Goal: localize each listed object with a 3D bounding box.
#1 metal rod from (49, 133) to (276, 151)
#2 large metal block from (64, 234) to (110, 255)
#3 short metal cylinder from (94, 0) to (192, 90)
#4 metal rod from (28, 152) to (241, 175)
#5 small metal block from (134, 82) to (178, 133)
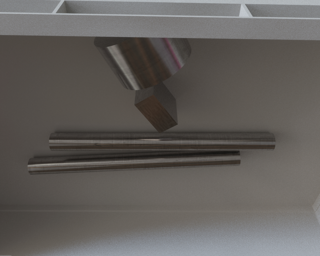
[{"bbox_3d":[0.004,0.019,0.425,0.302,0.025,0.025,0,130,-1],"label":"metal rod"},{"bbox_3d":[-0.143,0.268,0.602,0.050,0.080,0.080,-18,128,14],"label":"large metal block"},{"bbox_3d":[-0.016,-0.082,0.303,0.080,0.080,0.050,-21,127,16],"label":"short metal cylinder"},{"bbox_3d":[-0.037,0.049,0.450,0.302,0.025,0.025,-3,130,1],"label":"metal rod"},{"bbox_3d":[-0.004,-0.031,0.367,0.025,0.050,0.050,-27,125,21],"label":"small metal block"}]
